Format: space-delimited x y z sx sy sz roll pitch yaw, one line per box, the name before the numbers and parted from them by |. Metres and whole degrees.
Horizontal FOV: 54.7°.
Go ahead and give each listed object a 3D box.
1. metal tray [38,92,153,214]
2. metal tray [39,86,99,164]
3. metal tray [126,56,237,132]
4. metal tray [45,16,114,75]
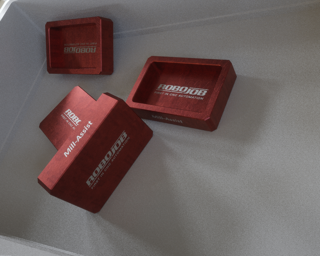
metal tray | -0.073 0.033 0.382 0.030 0.090 0.130 27 76 37
metal tray | -0.116 0.001 0.463 0.090 0.030 0.130 -48 51 -6
metal tray | 0.026 -0.051 0.419 0.130 0.030 0.090 12 67 33
metal tray | -0.140 -0.137 0.529 0.130 0.030 0.089 7 101 31
